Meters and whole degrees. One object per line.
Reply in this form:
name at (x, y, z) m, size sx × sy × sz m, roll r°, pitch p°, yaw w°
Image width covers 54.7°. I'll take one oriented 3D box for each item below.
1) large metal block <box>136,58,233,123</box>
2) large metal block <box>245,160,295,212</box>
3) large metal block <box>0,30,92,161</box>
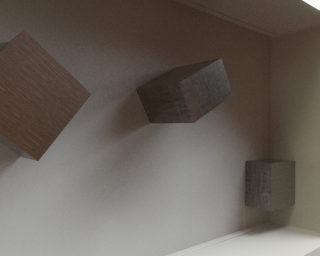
large metal block at (0.031, -0.046, 0.397) m, size 0.081 × 0.080 × 0.050 m, roll -34°, pitch 111°, yaw -35°
large metal block at (0.198, 0.099, 0.557) m, size 0.081 × 0.050 × 0.080 m, roll 2°, pitch 89°, yaw -40°
large metal block at (-0.126, -0.027, 0.284) m, size 0.080 × 0.050 × 0.080 m, roll 47°, pitch 62°, yaw -30°
